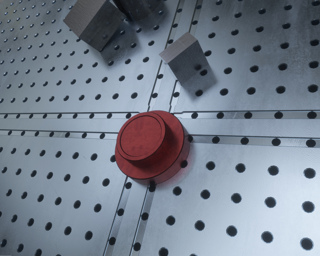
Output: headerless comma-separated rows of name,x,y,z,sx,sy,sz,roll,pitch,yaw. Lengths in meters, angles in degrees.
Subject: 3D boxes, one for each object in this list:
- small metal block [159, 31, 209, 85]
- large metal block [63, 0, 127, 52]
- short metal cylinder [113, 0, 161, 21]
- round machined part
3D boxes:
small metal block,0.034,-0.096,0.432,0.050,0.050,0.025,-38,51,2
large metal block,-0.120,-0.199,0.565,0.080,0.050,0.080,-50,51,9
short metal cylinder,-0.045,-0.242,0.563,0.080,0.050,0.080,-13,56,20
round machined part,-0.016,0.019,0.393,0.098,0.042,0.098,-13,56,20
